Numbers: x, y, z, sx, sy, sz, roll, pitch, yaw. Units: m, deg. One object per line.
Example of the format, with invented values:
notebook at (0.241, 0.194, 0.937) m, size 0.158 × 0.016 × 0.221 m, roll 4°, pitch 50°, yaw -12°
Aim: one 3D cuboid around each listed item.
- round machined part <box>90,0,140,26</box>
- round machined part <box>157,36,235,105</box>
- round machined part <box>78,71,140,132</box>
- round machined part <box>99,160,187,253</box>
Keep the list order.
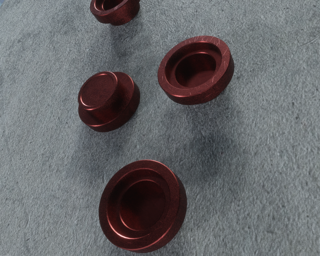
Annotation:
round machined part at (-0.077, -0.229, 0.574) m, size 0.098 × 0.042 × 0.098 m, roll -13°, pitch 56°, yaw 21°
round machined part at (0.050, -0.071, 0.411) m, size 0.098 × 0.042 × 0.098 m, roll -13°, pitch 56°, yaw 21°
round machined part at (-0.083, -0.046, 0.465) m, size 0.098 × 0.042 × 0.098 m, roll -13°, pitch 56°, yaw 21°
round machined part at (-0.016, 0.088, 0.347) m, size 0.098 × 0.042 × 0.098 m, roll -13°, pitch 56°, yaw 21°
